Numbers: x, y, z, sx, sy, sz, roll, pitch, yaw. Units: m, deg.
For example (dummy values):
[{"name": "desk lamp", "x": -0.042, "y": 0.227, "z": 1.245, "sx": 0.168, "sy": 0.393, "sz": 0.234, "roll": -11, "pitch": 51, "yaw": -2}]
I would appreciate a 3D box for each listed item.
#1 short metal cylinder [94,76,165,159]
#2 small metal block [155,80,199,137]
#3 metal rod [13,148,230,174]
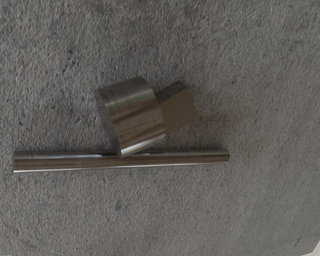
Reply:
[{"name": "short metal cylinder", "x": -0.034, "y": -0.012, "z": 0.345, "sx": 0.050, "sy": 0.080, "sz": 0.080, "roll": -21, "pitch": 127, "yaw": -16}, {"name": "small metal block", "x": 0.016, "y": -0.025, "z": 0.400, "sx": 0.050, "sy": 0.025, "sz": 0.050, "roll": -32, "pitch": 129, "yaw": -8}, {"name": "metal rod", "x": -0.030, "y": 0.041, "z": 0.415, "sx": 0.303, "sy": 0.025, "sz": 0.025, "roll": 1, "pitch": 118, "yaw": -29}]
